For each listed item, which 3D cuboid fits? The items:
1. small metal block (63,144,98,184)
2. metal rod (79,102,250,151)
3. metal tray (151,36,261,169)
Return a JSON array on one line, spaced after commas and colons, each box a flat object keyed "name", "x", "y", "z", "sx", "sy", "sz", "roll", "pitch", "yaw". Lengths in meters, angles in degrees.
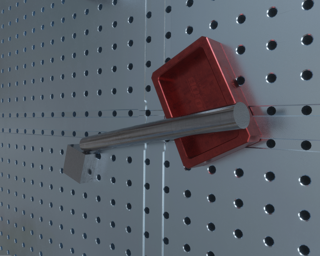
[{"name": "small metal block", "x": -0.133, "y": 0.059, "z": 0.517, "sx": 0.050, "sy": 0.025, "sz": 0.050, "roll": 21, "pitch": 103, "yaw": 37}, {"name": "metal rod", "x": -0.023, "y": 0.008, "z": 0.394, "sx": 0.299, "sy": 0.025, "sz": 0.025, "roll": -11, "pitch": 83, "yaw": 48}, {"name": "metal tray", "x": 0.049, "y": -0.028, "z": 0.364, "sx": 0.090, "sy": 0.030, "sz": 0.129, "roll": -31, "pitch": 71, "yaw": 35}]
